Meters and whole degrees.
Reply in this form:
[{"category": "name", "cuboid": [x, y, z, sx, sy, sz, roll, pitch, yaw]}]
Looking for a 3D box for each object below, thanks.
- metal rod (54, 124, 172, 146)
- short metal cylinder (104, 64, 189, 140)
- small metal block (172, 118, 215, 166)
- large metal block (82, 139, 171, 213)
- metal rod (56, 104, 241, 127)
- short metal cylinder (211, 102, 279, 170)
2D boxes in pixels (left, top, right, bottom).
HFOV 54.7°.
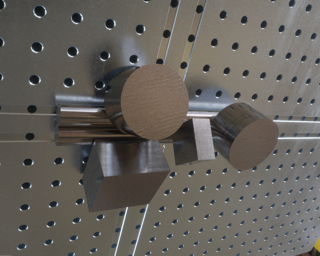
[{"category": "metal rod", "cuboid": [0.016, 0.009, 0.421, 0.303, 0.025, 0.025, 0, 118, -29]}, {"category": "short metal cylinder", "cuboid": [-0.015, -0.029, 0.346, 0.081, 0.050, 0.079, -3, 96, -29]}, {"category": "small metal block", "cuboid": [0.040, 0.019, 0.388, 0.025, 0.050, 0.050, 1, 76, -29]}, {"category": "large metal block", "cuboid": [-0.045, 0.058, 0.384, 0.081, 0.050, 0.079, -1, 139, -28]}, {"category": "metal rod", "cuboid": [0.022, -0.013, 0.411, 0.303, 0.025, 0.025, 0, 118, -29]}, {"category": "short metal cylinder", "cuboid": [0.114, 0.011, 0.428, 0.081, 0.050, 0.079, -14, 124, -21]}]
